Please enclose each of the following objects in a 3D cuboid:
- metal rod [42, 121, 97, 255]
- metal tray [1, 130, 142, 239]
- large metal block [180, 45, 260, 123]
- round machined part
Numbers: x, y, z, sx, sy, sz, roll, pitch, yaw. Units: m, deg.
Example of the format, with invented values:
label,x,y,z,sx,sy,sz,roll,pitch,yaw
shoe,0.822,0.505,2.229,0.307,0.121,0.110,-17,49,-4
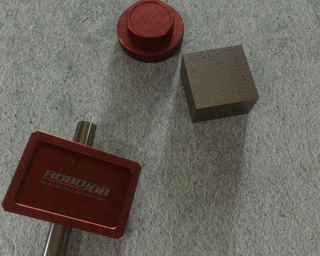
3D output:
label,x,y,z,sx,sy,sz,roll,pitch,yaw
metal rod,-0.119,0.134,0.357,0.025,0.025,0.299,9,70,3
metal tray,-0.096,0.066,0.355,0.131,0.030,0.090,20,68,-15
large metal block,0.076,-0.058,0.417,0.081,0.050,0.080,-10,70,-4
round machined part,-0.014,-0.148,0.453,0.099,0.042,0.098,0,70,-1
